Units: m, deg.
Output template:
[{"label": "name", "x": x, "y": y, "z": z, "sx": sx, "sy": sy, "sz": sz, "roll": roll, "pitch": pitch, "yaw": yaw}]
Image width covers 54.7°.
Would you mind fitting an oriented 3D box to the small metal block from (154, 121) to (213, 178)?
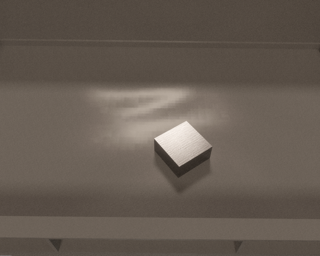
[{"label": "small metal block", "x": 0.028, "y": 0.025, "z": 0.384, "sx": 0.050, "sy": 0.025, "sz": 0.050, "roll": -28, "pitch": 56, "yaw": -22}]
